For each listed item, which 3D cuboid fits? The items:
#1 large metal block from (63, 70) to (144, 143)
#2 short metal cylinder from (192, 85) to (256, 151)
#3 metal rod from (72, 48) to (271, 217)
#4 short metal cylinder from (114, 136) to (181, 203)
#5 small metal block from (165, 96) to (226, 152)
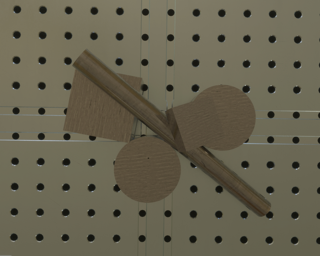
[{"bbox_3d":[-0.068,-0.029,0.395,0.080,0.050,0.080,11,90,0],"label":"large metal block"},{"bbox_3d":[0.075,-0.013,0.398,0.081,0.050,0.079,0,90,0],"label":"short metal cylinder"},{"bbox_3d":[0.025,0.015,0.375,0.301,0.025,0.025,39,90,-14],"label":"metal rod"},{"bbox_3d":[-0.015,0.050,0.397,0.081,0.050,0.079,0,90,0],"label":"short metal cylinder"},{"bbox_3d":[0.040,-0.004,0.353,0.050,0.025,0.050,-18,90,-18],"label":"small metal block"}]
